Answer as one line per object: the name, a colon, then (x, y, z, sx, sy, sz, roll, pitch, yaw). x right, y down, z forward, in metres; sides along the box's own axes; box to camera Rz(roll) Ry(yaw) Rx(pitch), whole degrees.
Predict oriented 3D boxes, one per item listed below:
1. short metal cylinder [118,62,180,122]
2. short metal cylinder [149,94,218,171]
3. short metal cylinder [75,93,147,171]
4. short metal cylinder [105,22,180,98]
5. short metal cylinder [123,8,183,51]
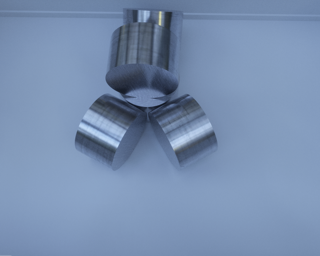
short metal cylinder: (-0.015, -0.055, 0.413, 0.081, 0.050, 0.080, 0, 70, 0)
short metal cylinder: (0.027, 0.005, 0.377, 0.050, 0.080, 0.080, -27, 73, -9)
short metal cylinder: (-0.058, 0.005, 0.376, 0.050, 0.080, 0.080, 28, 72, 10)
short metal cylinder: (-0.018, -0.074, 0.352, 0.080, 0.080, 0.050, 3, 70, 1)
short metal cylinder: (-0.010, -0.134, 0.421, 0.080, 0.080, 0.050, 4, 113, 1)
